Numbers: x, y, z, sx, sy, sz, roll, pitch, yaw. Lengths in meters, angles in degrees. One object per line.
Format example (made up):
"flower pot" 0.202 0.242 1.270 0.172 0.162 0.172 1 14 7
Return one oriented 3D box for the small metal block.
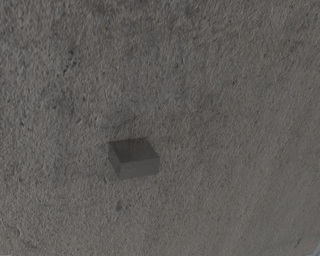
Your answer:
"small metal block" -0.034 0.038 0.395 0.050 0.050 0.025 -6 121 -25
